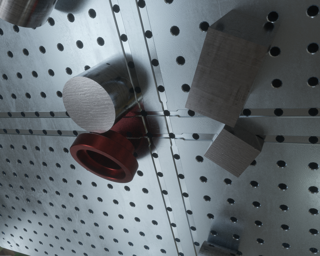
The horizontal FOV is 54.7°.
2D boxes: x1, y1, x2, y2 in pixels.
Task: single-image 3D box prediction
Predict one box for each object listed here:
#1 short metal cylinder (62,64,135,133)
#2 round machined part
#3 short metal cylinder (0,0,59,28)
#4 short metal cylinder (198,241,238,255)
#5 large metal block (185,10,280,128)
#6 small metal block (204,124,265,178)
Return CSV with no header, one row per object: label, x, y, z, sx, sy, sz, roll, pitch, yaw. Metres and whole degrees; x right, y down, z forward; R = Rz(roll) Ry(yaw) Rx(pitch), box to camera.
short metal cylinder,-0.081,-0.040,0.413,0.080,0.050,0.079,13,124,21
round machined part,-0.076,0.036,0.448,0.098,0.042,0.098,18,148,12
short metal cylinder,-0.159,-0.164,0.358,0.080,0.080,0.050,47,129,-5
short metal cylinder,0.082,0.218,0.468,0.050,0.080,0.079,13,124,21
large metal block,0.071,-0.060,0.301,0.050,0.080,0.079,24,127,13
small metal block,0.090,0.025,0.379,0.050,0.025,0.050,33,129,6
